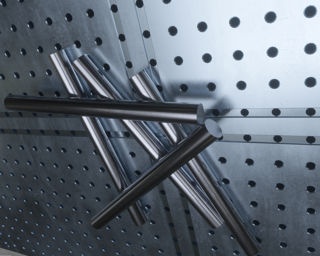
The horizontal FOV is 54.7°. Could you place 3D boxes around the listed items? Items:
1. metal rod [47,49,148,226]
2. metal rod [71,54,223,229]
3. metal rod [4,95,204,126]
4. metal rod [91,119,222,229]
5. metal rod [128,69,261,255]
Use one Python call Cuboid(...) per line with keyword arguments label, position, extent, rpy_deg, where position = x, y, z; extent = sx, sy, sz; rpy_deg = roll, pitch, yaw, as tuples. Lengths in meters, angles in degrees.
Cuboid(label="metal rod", position=(-0.087, 0.027, 0.471), extent=(0.025, 0.025, 0.299), rpy_deg=(-10, 114, 32))
Cuboid(label="metal rod", position=(-0.012, 0.023, 0.430), extent=(0.025, 0.025, 0.300), rpy_deg=(-34, 100, 38))
Cuboid(label="metal rod", position=(-0.091, -0.027, 0.408), extent=(0.301, 0.025, 0.025), rpy_deg=(5, 121, 25))
Cuboid(label="metal rod", position=(-0.023, 0.081, 0.439), extent=(0.025, 0.025, 0.299), rpy_deg=(44, 129, -3))
Cuboid(label="metal rod", position=(0.052, 0.054, 0.416), extent=(0.025, 0.025, 0.299), rpy_deg=(-25, 105, 36))
